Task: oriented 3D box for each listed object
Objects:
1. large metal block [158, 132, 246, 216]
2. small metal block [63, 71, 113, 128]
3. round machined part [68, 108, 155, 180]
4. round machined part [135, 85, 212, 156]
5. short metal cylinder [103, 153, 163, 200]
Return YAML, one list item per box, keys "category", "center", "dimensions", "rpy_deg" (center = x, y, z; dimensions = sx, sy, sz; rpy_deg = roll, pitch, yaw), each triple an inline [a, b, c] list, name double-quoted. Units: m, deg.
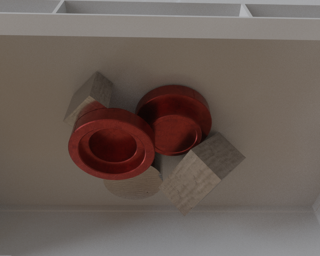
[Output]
- category: "large metal block"
  center: [0.057, 0.060, 0.414]
  dimensions: [0.050, 0.081, 0.080]
  rpy_deg: [46, 125, 15]
- category: "small metal block"
  center: [-0.083, -0.030, 0.363]
  dimensions: [0.025, 0.050, 0.050]
  rpy_deg: [37, 121, -27]
- category: "round machined part"
  center: [-0.055, 0.015, 0.369]
  dimensions: [0.099, 0.042, 0.097]
  rpy_deg: [-1, 130, 0]
- category: "round machined part"
  center: [0.017, -0.002, 0.392]
  dimensions: [0.099, 0.042, 0.097]
  rpy_deg: [-1, 130, 0]
- category: "short metal cylinder"
  center: [-0.036, 0.057, 0.438]
  dimensions: [0.081, 0.050, 0.079]
  rpy_deg: [0, 130, 0]
